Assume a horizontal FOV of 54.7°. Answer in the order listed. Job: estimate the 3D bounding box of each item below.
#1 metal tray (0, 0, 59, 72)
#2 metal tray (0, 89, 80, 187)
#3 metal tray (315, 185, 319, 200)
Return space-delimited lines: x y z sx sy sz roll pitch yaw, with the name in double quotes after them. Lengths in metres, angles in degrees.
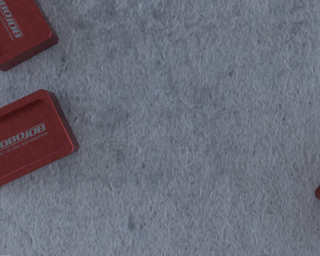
-0.206 -0.152 0.404 0.090 0.030 0.130 -29 90 -1 "metal tray"
-0.185 0.016 0.404 0.131 0.030 0.090 -25 90 -1 "metal tray"
0.284 0.066 0.411 0.090 0.030 0.130 37 90 -1 "metal tray"
